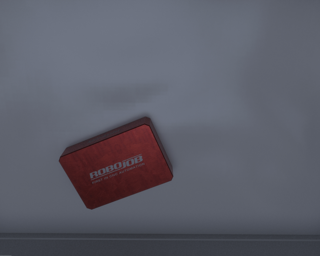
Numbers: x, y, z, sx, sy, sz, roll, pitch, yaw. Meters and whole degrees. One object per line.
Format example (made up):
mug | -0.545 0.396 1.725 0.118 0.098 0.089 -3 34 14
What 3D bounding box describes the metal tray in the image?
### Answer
metal tray | -0.058 0.050 0.426 0.130 0.030 0.090 -21 109 7
